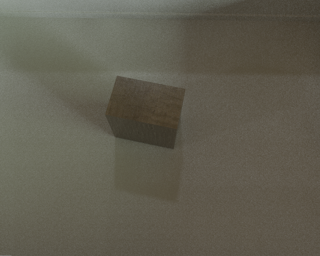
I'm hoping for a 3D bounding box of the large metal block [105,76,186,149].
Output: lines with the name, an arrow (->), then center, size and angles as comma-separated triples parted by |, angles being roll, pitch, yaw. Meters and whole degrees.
large metal block -> -0.016, -0.016, 0.384 | 0.080, 0.080, 0.050 | 12, 71, 4
